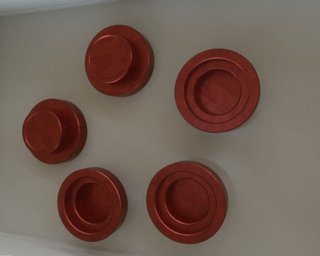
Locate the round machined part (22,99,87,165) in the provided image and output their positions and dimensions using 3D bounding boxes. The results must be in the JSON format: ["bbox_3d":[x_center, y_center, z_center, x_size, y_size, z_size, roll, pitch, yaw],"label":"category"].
[{"bbox_3d":[-0.161,0.005,0.457,0.098,0.042,0.097,0,90,19],"label":"round machined part"}]

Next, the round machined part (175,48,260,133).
[{"bbox_3d":[0.071,-0.043,0.376,0.098,0.042,0.097,0,90,19],"label":"round machined part"}]

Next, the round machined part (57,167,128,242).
[{"bbox_3d":[-0.089,0.103,0.432,0.098,0.042,0.097,0,90,19],"label":"round machined part"}]

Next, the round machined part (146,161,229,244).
[{"bbox_3d":[0.036,0.089,0.388,0.098,0.042,0.097,0,90,19],"label":"round machined part"}]

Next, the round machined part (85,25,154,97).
[{"bbox_3d":[-0.061,-0.092,0.422,0.098,0.042,0.097,0,90,19],"label":"round machined part"}]
